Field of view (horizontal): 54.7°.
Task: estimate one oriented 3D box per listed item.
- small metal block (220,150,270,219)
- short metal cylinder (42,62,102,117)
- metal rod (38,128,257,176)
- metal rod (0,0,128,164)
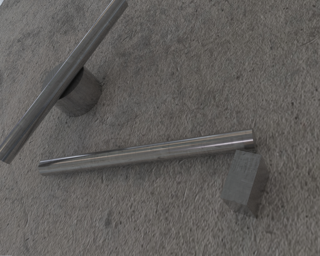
[{"bbox_3d":[0.086,0.057,0.308,0.025,0.050,0.050,11,67,33],"label":"small metal block"},{"bbox_3d":[-0.142,-0.064,0.502,0.080,0.050,0.080,-13,56,21],"label":"short metal cylinder"},{"bbox_3d":[-0.033,0.036,0.399,0.300,0.025,0.025,-10,58,23],"label":"metal rod"},{"bbox_3d":[-0.140,-0.080,0.461,0.025,0.025,0.300,22,73,36],"label":"metal rod"}]
